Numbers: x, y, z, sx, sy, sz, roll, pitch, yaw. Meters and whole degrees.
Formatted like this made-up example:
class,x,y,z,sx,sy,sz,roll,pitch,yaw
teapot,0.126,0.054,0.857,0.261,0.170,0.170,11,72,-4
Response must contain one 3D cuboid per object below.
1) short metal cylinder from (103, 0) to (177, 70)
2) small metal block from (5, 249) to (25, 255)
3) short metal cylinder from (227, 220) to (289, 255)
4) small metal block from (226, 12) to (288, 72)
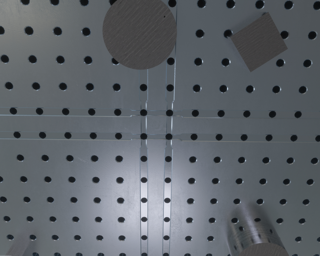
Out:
class,x,y,z,sx,sy,sz,roll,pitch,yaw
short metal cylinder,-0.022,-0.112,0.359,0.081,0.050,0.079,0,110,0
small metal block,-0.232,0.227,0.482,0.025,0.050,0.050,7,110,-3
short metal cylinder,0.148,0.189,0.471,0.081,0.050,0.079,0,110,0
small metal block,0.117,-0.104,0.376,0.050,0.025,0.050,-33,107,11
